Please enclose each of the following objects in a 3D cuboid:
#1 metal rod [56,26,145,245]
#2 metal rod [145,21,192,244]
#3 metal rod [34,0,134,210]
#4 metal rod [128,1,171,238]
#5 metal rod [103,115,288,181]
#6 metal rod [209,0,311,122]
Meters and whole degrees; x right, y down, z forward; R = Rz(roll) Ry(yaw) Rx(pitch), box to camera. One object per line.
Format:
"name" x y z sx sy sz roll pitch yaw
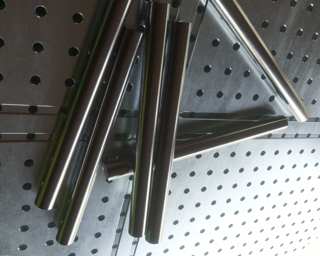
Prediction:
"metal rod" -0.080 0.025 0.382 0.025 0.025 0.298 9 114 -32
"metal rod" 0.007 0.020 0.399 0.025 0.025 0.298 -3 112 -27
"metal rod" -0.084 -0.034 0.343 0.025 0.025 0.298 13 112 -34
"metal rod" -0.016 0.006 0.381 0.025 0.025 0.298 -4 113 -26
"metal rod" 0.066 0.024 0.460 0.302 0.025 0.025 -14 124 -21
"metal rod" 0.150 -0.091 0.435 0.025 0.025 0.301 -49 129 6
